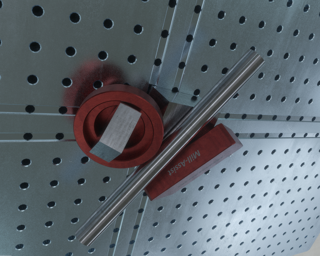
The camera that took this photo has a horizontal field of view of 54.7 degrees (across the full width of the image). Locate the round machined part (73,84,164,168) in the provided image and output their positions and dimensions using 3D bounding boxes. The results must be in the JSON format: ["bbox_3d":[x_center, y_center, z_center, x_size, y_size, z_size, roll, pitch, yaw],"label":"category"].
[{"bbox_3d":[-0.045,-0.005,0.357,0.099,0.042,0.097,0,118,0],"label":"round machined part"}]

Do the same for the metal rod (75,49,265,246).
[{"bbox_3d":[0.009,0.026,0.369,0.300,0.025,0.025,-47,130,4],"label":"metal rod"}]

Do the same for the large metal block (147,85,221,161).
[{"bbox_3d":[0.019,-0.002,0.405,0.081,0.050,0.079,9,114,-33],"label":"large metal block"}]

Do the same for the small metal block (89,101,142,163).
[{"bbox_3d":[-0.049,0.006,0.337,0.025,0.050,0.050,31,63,-13],"label":"small metal block"}]

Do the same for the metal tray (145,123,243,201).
[{"bbox_3d":[0.046,0.047,0.421,0.130,0.030,0.090,-37,163,13],"label":"metal tray"}]
